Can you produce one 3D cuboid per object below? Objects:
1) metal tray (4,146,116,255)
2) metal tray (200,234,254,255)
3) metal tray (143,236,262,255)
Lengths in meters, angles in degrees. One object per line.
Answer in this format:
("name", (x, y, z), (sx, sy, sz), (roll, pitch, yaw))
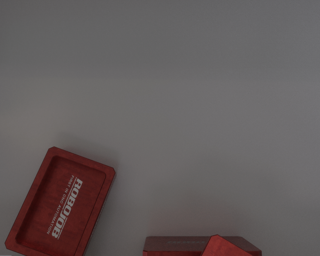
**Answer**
("metal tray", (-0.120, 0.099, 0.391), (0.090, 0.030, 0.130), (20, 75, 0))
("metal tray", (0.086, 0.175, 0.292), (0.130, 0.030, 0.090), (28, 62, 15))
("metal tray", (0.046, 0.155, 0.377), (0.131, 0.090, 0.030), (0, 81, 0))
